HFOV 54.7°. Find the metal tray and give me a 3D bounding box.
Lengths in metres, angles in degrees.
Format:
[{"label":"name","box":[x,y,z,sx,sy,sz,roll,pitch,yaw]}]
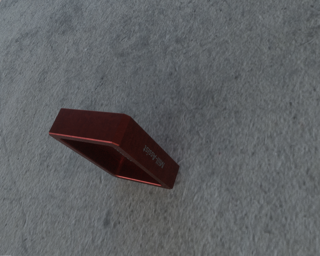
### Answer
[{"label":"metal tray","box":[-0.044,0.026,0.342,0.090,0.130,0.030,6,65,30]}]
